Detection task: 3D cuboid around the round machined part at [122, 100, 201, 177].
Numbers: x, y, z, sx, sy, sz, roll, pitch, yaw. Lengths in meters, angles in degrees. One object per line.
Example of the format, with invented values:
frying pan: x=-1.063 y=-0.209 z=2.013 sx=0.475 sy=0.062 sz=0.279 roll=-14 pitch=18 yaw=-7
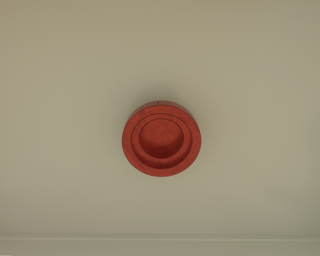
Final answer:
round machined part: x=0.002 y=0.011 z=0.402 sx=0.099 sy=0.042 sz=0.097 roll=0 pitch=110 yaw=-1
